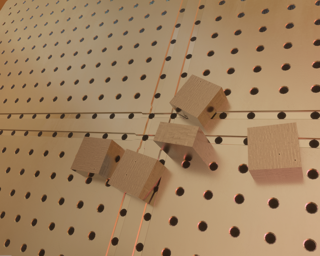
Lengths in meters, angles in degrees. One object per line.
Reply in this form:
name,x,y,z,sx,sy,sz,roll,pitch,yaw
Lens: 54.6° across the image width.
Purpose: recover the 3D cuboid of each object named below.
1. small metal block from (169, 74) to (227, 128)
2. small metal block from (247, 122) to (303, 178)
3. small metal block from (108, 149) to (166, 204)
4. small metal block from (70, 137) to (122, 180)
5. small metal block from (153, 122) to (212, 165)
small metal block,0.050,-0.036,0.405,0.050,0.025,0.050,33,80,38
small metal block,0.122,0.025,0.330,0.050,0.025,0.050,-7,58,24
small metal block,-0.029,0.059,0.388,0.050,0.025,0.050,16,70,34
small metal block,-0.088,0.042,0.431,0.050,0.025,0.050,4,64,30
small metal block,0.028,0.018,0.367,0.050,0.050,0.025,8,66,32
